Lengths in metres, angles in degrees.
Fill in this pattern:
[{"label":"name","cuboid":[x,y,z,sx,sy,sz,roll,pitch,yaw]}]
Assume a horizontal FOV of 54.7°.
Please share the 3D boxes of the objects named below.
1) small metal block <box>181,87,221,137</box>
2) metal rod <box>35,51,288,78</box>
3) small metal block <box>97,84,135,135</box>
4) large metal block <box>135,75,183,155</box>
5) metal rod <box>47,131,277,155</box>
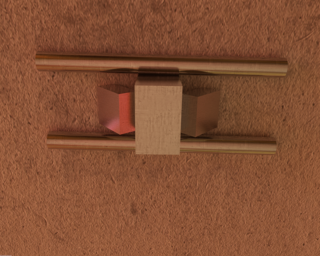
[{"label":"small metal block","cuboid":[0.050,-0.021,0.389,0.025,0.050,0.050,17,115,38]},{"label":"metal rod","cuboid":[0.003,-0.078,0.382,0.302,0.025,0.025,1,110,-1]},{"label":"small metal block","cuboid":[-0.054,-0.025,0.386,0.025,0.050,0.050,-15,116,-37]},{"label":"large metal block","cuboid":[-0.002,-0.021,0.376,0.050,0.080,0.079,1,110,-1]},{"label":"metal rod","cuboid":[0.003,0.020,0.418,0.302,0.025,0.025,2,110,-1]}]
